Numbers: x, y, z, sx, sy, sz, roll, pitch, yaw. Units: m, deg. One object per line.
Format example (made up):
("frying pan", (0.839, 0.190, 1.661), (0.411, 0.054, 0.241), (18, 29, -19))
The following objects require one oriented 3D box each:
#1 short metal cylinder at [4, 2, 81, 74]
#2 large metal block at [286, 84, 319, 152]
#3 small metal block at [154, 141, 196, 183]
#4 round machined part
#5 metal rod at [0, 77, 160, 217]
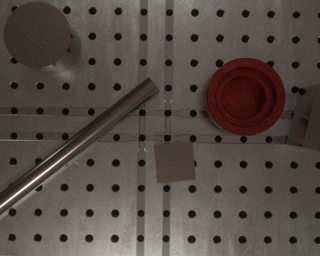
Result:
("short metal cylinder", (-0.149, -0.113, 0.399), (0.081, 0.050, 0.079), (0, 90, -1))
("large metal block", (0.223, -0.006, 0.404), (0.080, 0.050, 0.080), (14, 90, -1))
("small metal block", (0.019, 0.045, 0.414), (0.050, 0.025, 0.050), (-5, 90, -1))
("round machined part", (0.108, -0.039, 0.406), (0.099, 0.042, 0.097), (0, 90, -1))
("metal rod", (-0.126, 0.035, 0.411), (0.300, 0.025, 0.025), (-38, 90, -1))
